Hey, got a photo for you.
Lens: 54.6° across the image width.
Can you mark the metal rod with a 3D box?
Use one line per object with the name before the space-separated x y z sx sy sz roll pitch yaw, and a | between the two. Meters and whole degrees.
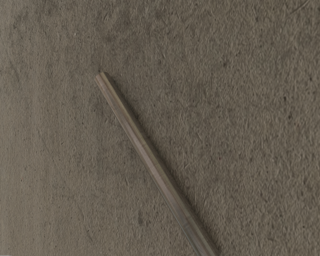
metal rod | -0.015 0.037 0.418 0.025 0.025 0.299 -48 62 29
